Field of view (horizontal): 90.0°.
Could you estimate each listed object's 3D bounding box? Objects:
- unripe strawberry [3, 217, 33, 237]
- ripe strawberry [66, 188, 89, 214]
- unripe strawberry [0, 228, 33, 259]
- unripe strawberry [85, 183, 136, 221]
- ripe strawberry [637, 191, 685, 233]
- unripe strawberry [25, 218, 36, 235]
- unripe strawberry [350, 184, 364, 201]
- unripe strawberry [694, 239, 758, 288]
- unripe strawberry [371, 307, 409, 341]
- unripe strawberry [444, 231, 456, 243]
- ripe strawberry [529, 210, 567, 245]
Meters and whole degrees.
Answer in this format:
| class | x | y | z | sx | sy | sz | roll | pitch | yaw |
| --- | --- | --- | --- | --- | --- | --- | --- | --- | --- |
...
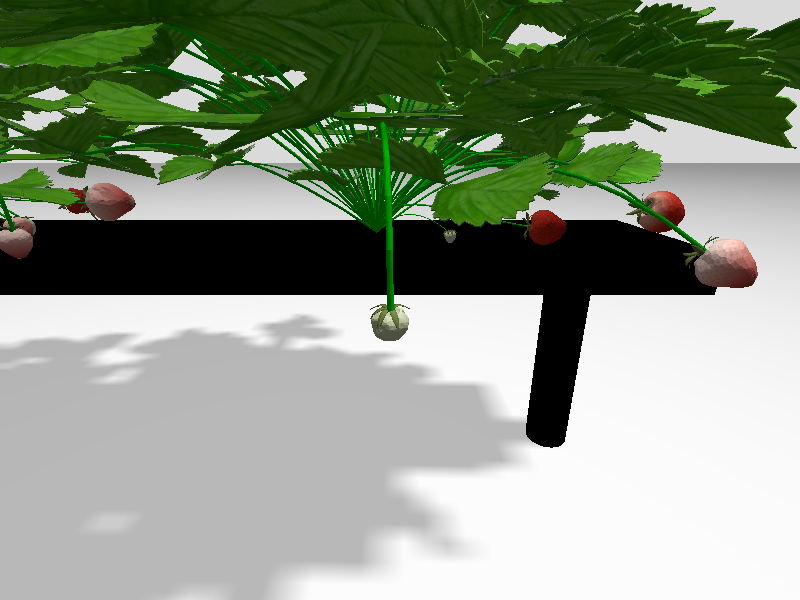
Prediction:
| class | x | y | z | sx | sy | sz | roll | pitch | yaw |
| --- | --- | --- | --- | --- | --- | --- | --- | --- | --- |
| unripe strawberry | -0.298 | -0.054 | 0.314 | 0.019 | 0.019 | 0.018 | -41 | 7 | 22 |
| ripe strawberry | -0.359 | -0.111 | 0.448 | 0.027 | 0.028 | 0.024 | -18 | 27 | -41 |
| unripe strawberry | -0.258 | -0.038 | 0.269 | 0.019 | 0.020 | 0.018 | 8 | 22 | 20 |
| unripe strawberry | -0.284 | -0.096 | 0.394 | 0.038 | 0.037 | 0.042 | -5 | 21 | -15 |
| ripe strawberry | 0.231 | -0.077 | 0.352 | 0.036 | 0.035 | 0.034 | 12 | 20 | -6 |
| unripe strawberry | -0.314 | -0.061 | 0.337 | 0.013 | 0.015 | 0.015 | -13 | 19 | 10 |
| unripe strawberry | -0.059 | -0.147 | 0.553 | 0.026 | 0.023 | 0.026 | -4 | -20 | -9 |
| unripe strawberry | 0.167 | -0.017 | 0.204 | 0.027 | 0.026 | 0.024 | 40 | 38 | 23 |
| unripe strawberry | -0.003 | 0.009 | 0.139 | 0.013 | 0.012 | 0.012 | -2 | 20 | -4 |
| unripe strawberry | 0.040 | -0.050 | 0.318 | 0.010 | 0.010 | 0.009 | 11 | 23 | 28 |
| ripe strawberry | 0.113 | -0.055 | 0.305 | 0.027 | 0.026 | 0.025 | 7 | 22 | 17 |
